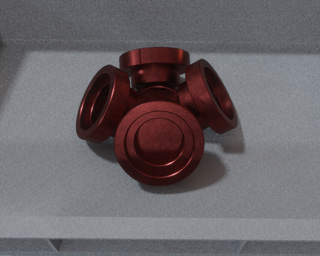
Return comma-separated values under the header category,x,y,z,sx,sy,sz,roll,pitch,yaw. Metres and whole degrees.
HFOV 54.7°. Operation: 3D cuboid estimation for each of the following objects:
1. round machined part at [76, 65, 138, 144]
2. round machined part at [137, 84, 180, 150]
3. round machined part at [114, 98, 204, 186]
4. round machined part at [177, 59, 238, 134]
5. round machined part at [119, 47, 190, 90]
category,x,y,z,sx,sy,sz,roll,pitch,yaw
round machined part,-0.064,-0.026,0.389,0.042,0.098,0.098,22,41,-32
round machined part,-0.003,-0.021,0.409,0.099,0.042,0.098,0,50,0
round machined part,-0.001,0.013,0.356,0.099,0.097,0.042,-1,14,-1
round machined part,0.058,-0.036,0.400,0.042,0.098,0.098,-27,45,25
round machined part,-0.007,-0.078,0.433,0.099,0.098,0.042,-3,88,-3
